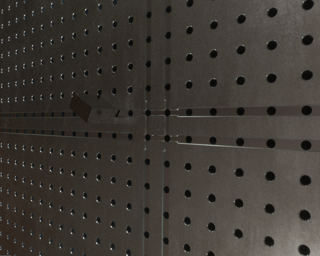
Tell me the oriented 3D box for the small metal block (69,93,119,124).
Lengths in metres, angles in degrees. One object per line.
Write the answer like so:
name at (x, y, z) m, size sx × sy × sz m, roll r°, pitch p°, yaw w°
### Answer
small metal block at (-0.101, -0.030, 0.474) m, size 0.050 × 0.050 × 0.025 m, roll 36°, pitch 112°, yaw 34°
